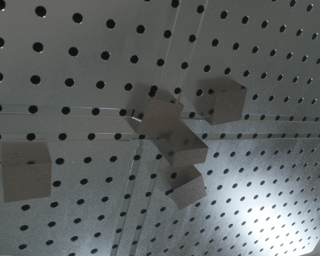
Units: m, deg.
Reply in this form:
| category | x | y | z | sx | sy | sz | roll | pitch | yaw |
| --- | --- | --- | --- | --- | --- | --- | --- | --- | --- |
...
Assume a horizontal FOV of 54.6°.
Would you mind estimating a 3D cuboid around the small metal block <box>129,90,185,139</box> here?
| category | x | y | z | sx | sy | sz | roll | pitch | yaw |
| --- | --- | --- | --- | --- | --- | --- | --- | --- | --- |
| small metal block | -0.004 | -0.016 | 0.398 | 0.050 | 0.025 | 0.050 | 11 | 113 | -33 |

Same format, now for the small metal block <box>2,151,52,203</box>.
| category | x | y | z | sx | sy | sz | roll | pitch | yaw |
| --- | --- | --- | --- | --- | --- | --- | --- | --- | --- |
| small metal block | -0.155 | 0.056 | 0.361 | 0.050 | 0.025 | 0.050 | -3 | 120 | -27 |

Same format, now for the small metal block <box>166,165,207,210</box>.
| category | x | y | z | sx | sy | sz | roll | pitch | yaw |
| --- | --- | --- | --- | --- | --- | --- | --- | --- | --- |
| small metal block | 0.043 | 0.095 | 0.493 | 0.050 | 0.025 | 0.050 | -26 | 128 | -12 |

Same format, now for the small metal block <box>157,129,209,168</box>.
| category | x | y | z | sx | sy | sz | roll | pitch | yaw |
| --- | --- | --- | --- | --- | --- | --- | --- | --- | --- |
| small metal block | 0.030 | 0.027 | 0.427 | 0.050 | 0.050 | 0.025 | -5 | 121 | -26 |

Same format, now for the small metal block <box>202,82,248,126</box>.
| category | x | y | z | sx | sy | sz | roll | pitch | yaw |
| --- | --- | --- | --- | --- | --- | --- | --- | --- | --- |
| small metal block | 0.091 | -0.035 | 0.439 | 0.050 | 0.025 | 0.050 | -10 | 123 | -23 |
